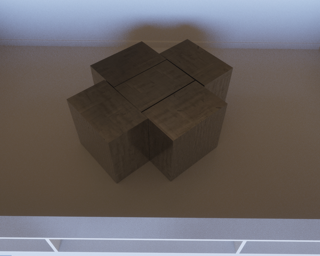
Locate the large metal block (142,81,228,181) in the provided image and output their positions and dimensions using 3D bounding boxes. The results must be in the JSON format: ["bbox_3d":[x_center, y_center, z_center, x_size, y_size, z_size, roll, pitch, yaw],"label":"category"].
[{"bbox_3d":[0.027,0.004,0.366,0.080,0.080,0.050,-33,58,-25],"label":"large metal block"}]

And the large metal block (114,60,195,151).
[{"bbox_3d":[-0.006,-0.026,0.390,0.080,0.080,0.050,-33,58,-25],"label":"large metal block"}]

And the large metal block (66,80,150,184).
[{"bbox_3d":[-0.058,0.004,0.364,0.050,0.080,0.080,-34,58,-25],"label":"large metal block"}]

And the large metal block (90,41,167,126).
[{"bbox_3d":[-0.039,-0.056,0.414,0.080,0.080,0.050,-33,58,-25],"label":"large metal block"}]

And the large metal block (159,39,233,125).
[{"bbox_3d":[0.044,-0.059,0.419,0.050,0.080,0.080,-34,58,-25],"label":"large metal block"}]
